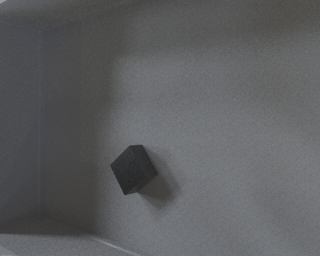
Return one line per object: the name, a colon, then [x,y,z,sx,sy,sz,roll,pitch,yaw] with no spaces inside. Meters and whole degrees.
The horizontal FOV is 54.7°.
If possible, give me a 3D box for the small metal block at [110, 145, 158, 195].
small metal block: [-0.037,0.059,0.436,0.050,0.025,0.050,-44,64,30]
